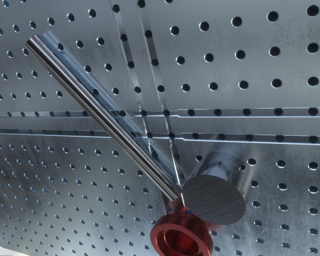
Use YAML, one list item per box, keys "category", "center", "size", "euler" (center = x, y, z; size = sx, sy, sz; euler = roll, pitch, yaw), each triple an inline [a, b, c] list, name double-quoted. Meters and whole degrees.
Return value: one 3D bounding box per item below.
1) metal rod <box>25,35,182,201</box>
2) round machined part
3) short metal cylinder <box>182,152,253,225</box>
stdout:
- category: "metal rod"
  center: [-0.076, -0.011, 0.444]
  size: [0.300, 0.025, 0.025]
  euler: [47, 129, -6]
- category: "round machined part"
  center: [0.037, 0.173, 0.487]
  size: [0.098, 0.042, 0.097]
  euler: [13, 124, 21]
- category: "short metal cylinder"
  center: [0.076, 0.078, 0.404]
  size: [0.080, 0.050, 0.079]
  euler: [13, 124, 21]
